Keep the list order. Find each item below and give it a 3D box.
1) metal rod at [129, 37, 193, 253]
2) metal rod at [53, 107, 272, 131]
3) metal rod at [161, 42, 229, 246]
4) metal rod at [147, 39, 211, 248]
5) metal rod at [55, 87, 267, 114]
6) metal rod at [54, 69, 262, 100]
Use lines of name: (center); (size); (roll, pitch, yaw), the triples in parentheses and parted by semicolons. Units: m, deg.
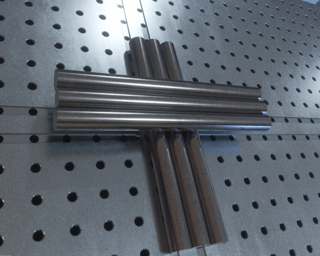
metal rod: (-0.005, 0.003, 0.403); (0.025, 0.025, 0.299); (2, 61, -27)
metal rod: (0.024, -0.009, 0.394); (0.302, 0.025, 0.025); (0, 62, -28)
metal rod: (0.039, 0.003, 0.426); (0.025, 0.025, 0.299); (2, 61, -27)
metal rod: (0.016, 0.002, 0.415); (0.025, 0.025, 0.299); (2, 61, -27)
metal rod: (0.022, -0.031, 0.406); (0.302, 0.025, 0.025); (0, 62, -28)
metal rod: (0.017, -0.053, 0.417); (0.302, 0.025, 0.025); (0, 62, -28)
